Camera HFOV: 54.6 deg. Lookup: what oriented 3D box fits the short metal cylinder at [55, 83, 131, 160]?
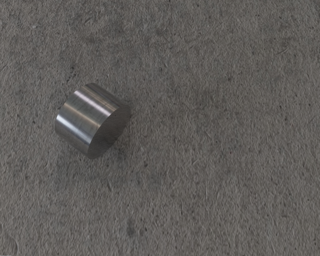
[{"bbox_3d":[-0.081,-0.008,0.382,0.050,0.080,0.080,35,74,12],"label":"short metal cylinder"}]
